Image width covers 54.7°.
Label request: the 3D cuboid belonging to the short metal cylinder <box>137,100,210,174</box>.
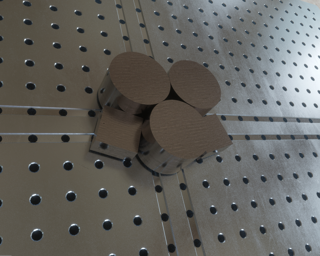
[{"bbox_3d":[0.014,0.012,0.388,0.081,0.050,0.080,14,56,-21],"label":"short metal cylinder"}]

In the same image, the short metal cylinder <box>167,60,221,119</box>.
[{"bbox_3d":[0.038,-0.049,0.438,0.081,0.050,0.080,14,56,-21],"label":"short metal cylinder"}]

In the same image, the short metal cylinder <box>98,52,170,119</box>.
[{"bbox_3d":[-0.034,-0.051,0.401,0.081,0.050,0.080,14,56,-21],"label":"short metal cylinder"}]

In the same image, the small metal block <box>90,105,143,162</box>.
[{"bbox_3d":[-0.051,0.007,0.372,0.050,0.025,0.050,19,54,-17],"label":"small metal block"}]

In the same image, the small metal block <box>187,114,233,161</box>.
[{"bbox_3d":[0.065,0.012,0.432,0.050,0.025,0.050,-15,70,-34],"label":"small metal block"}]
